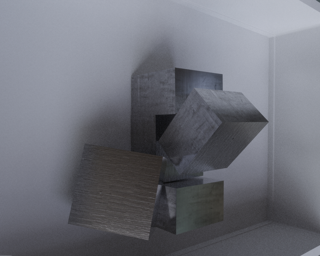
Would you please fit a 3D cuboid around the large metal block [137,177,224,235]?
[{"bbox_3d":[0.022,0.090,0.389,0.081,0.080,0.050,0,90,-40],"label":"large metal block"}]

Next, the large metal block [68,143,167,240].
[{"bbox_3d":[-0.041,0.064,0.326,0.050,0.080,0.080,56,44,-79],"label":"large metal block"}]

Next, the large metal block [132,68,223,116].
[{"bbox_3d":[0.021,-0.041,0.387,0.081,0.080,0.050,-2,91,-40],"label":"large metal block"}]

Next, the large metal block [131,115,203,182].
[{"bbox_3d":[0.010,0.024,0.401,0.081,0.050,0.079,-1,91,-40],"label":"large metal block"}]

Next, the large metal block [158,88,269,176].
[{"bbox_3d":[0.058,0.004,0.347,0.081,0.079,0.050,-1,46,-40],"label":"large metal block"}]
